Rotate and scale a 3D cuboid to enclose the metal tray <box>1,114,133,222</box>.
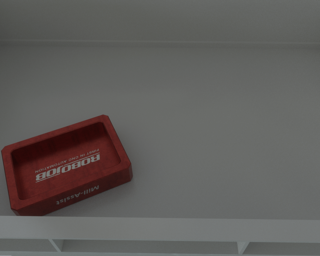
[{"bbox_3d":[-0.109,0.042,0.365,0.131,0.030,0.090,-20,53,-16],"label":"metal tray"}]
